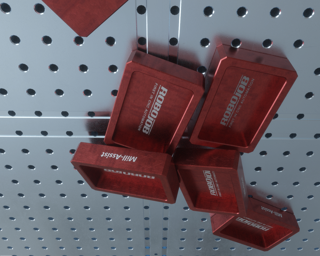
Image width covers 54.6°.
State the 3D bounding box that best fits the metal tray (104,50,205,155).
[{"bbox_3d":[-0.010,-0.020,0.382,0.090,0.030,0.129,19,128,-6],"label":"metal tray"}]

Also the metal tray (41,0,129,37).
[{"bbox_3d":[-0.084,-0.158,0.273,0.090,0.030,0.130,-32,123,24],"label":"metal tray"}]

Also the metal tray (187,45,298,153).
[{"bbox_3d":[0.095,-0.030,0.383,0.091,0.030,0.129,10,130,-9],"label":"metal tray"}]

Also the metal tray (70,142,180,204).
[{"bbox_3d":[-0.044,0.063,0.424,0.130,0.030,0.090,6,146,16],"label":"metal tray"}]

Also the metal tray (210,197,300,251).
[{"bbox_3d":[0.169,0.173,0.556,0.131,0.030,0.090,24,126,-19],"label":"metal tray"}]

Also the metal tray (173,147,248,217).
[{"bbox_3d":[0.076,0.081,0.452,0.090,0.030,0.130,1,139,23],"label":"metal tray"}]
